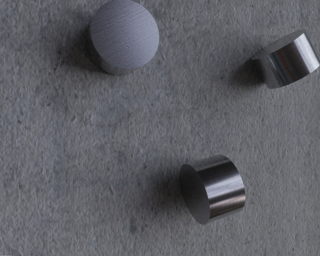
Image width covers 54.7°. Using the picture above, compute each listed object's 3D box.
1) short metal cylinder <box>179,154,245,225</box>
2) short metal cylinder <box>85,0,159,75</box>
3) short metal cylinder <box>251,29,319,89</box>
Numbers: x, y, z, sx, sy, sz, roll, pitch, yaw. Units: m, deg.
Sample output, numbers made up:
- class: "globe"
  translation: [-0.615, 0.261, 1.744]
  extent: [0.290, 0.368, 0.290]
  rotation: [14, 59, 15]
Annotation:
- class: "short metal cylinder"
  translation: [0.066, 0.079, 0.406]
  extent: [0.050, 0.080, 0.080]
  rotation: [-13, 95, -20]
- class: "short metal cylinder"
  translation: [-0.047, -0.108, 0.379]
  extent: [0.081, 0.050, 0.079]
  rotation: [0, 90, -21]
- class: "short metal cylinder"
  translation: [0.182, -0.099, 0.449]
  extent: [0.080, 0.080, 0.050]
  rotation: [-36, 102, -17]
